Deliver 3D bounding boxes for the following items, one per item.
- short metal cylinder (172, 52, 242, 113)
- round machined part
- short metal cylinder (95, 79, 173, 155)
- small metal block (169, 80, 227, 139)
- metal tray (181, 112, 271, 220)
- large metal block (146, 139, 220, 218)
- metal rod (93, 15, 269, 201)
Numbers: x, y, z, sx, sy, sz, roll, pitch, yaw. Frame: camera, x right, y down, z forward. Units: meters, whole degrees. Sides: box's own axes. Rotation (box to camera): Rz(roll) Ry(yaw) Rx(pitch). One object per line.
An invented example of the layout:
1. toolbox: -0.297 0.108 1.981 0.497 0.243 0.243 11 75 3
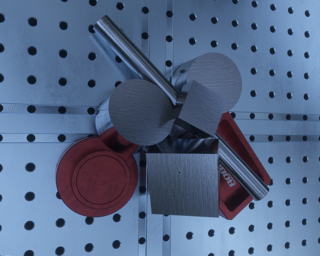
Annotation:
1. short metal cylinder: 0.062 -0.057 0.419 0.081 0.050 0.079 0 90 -20
2. round machined part: -0.073 0.059 0.372 0.099 0.042 0.097 0 90 -20
3. short metal cylinder: -0.031 -0.012 0.372 0.081 0.050 0.080 9 70 -26
4. small metal block: 0.046 -0.021 0.370 0.050 0.025 0.050 28 73 -18
5. metal tray: 0.089 0.052 0.439 0.090 0.030 0.130 -38 102 -16
6. large metal block: 0.031 0.059 0.379 0.080 0.050 0.079 0 107 13
7. metal rod: 0.030 -0.022 0.394 0.300 0.025 0.025 46 75 -5
